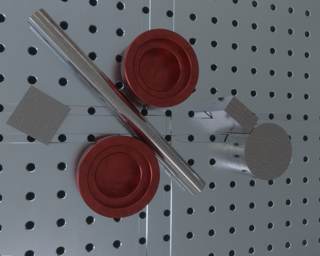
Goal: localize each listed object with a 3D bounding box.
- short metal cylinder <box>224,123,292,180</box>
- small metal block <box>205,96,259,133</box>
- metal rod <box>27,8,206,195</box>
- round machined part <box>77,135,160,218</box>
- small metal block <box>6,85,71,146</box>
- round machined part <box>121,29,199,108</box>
[{"bbox_3d":[0.142,0.032,0.452,0.081,0.050,0.080,0,90,-20],"label":"short metal cylinder"},{"bbox_3d":[0.101,-0.018,0.436,0.050,0.050,0.025,39,78,-16],"label":"small metal block"},{"bbox_3d":[-0.045,-0.023,0.395,0.025,0.025,0.300,-46,105,-14],"label":"metal rod"},{"bbox_3d":[-0.053,0.057,0.384,0.099,0.042,0.097,0,90,-20],"label":"round machined part"},{"bbox_3d":[-0.140,-0.014,0.361,0.050,0.025,0.050,32,80,-17],"label":"small metal block"},{"bbox_3d":[-0.003,-0.074,0.402,0.099,0.042,0.097,0,90,-20],"label":"round machined part"}]
